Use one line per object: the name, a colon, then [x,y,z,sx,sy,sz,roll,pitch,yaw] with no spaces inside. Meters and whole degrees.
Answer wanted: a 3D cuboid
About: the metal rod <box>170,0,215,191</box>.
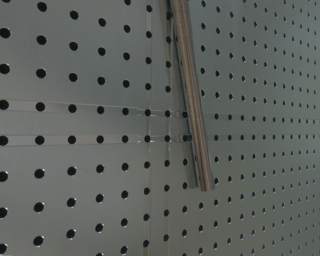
metal rod: [0.046,-0.055,0.446,0.025,0.025,0.298,-16,100,-39]
